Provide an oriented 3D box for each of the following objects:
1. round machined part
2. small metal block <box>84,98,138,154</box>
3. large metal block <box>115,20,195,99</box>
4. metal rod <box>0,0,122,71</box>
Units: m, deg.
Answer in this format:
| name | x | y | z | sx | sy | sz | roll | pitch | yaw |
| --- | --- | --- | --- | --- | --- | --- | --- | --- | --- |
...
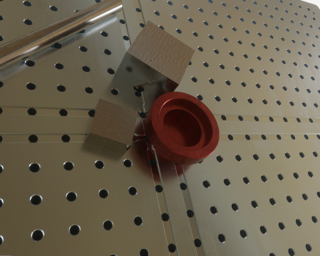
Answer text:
| name | x | y | z | sx | sy | sz | roll | pitch | yaw |
| --- | --- | --- | --- | --- | --- | --- | --- | --- | --- |
| round machined part | 0.025 | 0.004 | 0.409 | 0.099 | 0.042 | 0.098 | 14 | 56 | -21 |
| small metal block | -0.059 | -0.002 | 0.378 | 0.050 | 0.025 | 0.050 | 20 | 54 | -17 |
| large metal block | -0.006 | -0.095 | 0.447 | 0.080 | 0.050 | 0.080 | 31 | 52 | -8 |
| metal rod | -0.152 | -0.113 | 0.394 | 0.025 | 0.025 | 0.302 | 44 | 51 | 2 |
